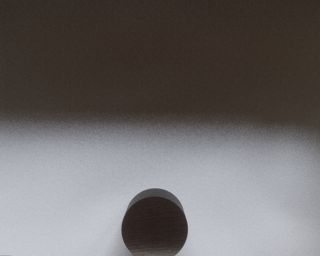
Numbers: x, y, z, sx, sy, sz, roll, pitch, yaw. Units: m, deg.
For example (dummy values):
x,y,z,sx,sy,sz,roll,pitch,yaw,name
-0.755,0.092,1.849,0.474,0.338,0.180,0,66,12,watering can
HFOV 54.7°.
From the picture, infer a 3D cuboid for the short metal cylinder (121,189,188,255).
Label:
x,y,z,sx,sy,sz,roll,pitch,yaw,name
-0.006,0.122,0.399,0.081,0.050,0.079,0,90,-1,short metal cylinder
